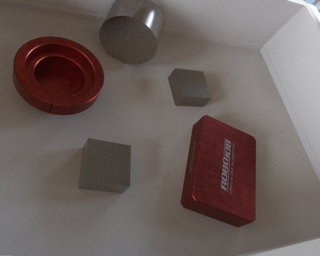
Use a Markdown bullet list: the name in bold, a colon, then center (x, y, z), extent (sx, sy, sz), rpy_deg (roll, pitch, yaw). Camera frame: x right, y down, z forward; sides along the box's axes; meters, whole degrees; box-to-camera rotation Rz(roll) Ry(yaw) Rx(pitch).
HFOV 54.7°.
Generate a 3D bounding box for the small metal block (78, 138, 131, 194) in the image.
- **small metal block**: center (-0.061, 0.043, 0.348), extent (0.050, 0.025, 0.050), rpy_deg (12, 57, -22)

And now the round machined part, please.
- **round machined part**: center (-0.120, -0.056, 0.365), extent (0.099, 0.042, 0.098), rpy_deg (14, 56, -21)

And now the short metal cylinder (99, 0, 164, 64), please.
- **short metal cylinder**: center (-0.038, -0.136, 0.434), extent (0.080, 0.080, 0.050), rpy_deg (24, 53, -14)

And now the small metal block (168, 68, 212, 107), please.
- **small metal block**: center (0.045, -0.060, 0.469), extent (0.050, 0.025, 0.050), rpy_deg (1, 61, -28)

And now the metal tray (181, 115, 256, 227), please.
- **metal tray**: center (0.083, 0.055, 0.416), extent (0.090, 0.030, 0.130), rpy_deg (24, 53, -14)
